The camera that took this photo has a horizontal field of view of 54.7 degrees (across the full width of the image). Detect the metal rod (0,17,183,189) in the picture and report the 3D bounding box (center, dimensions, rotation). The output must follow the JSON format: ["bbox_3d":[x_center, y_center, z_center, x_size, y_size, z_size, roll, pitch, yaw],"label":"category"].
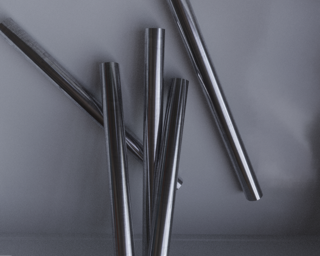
[{"bbox_3d":[-0.080,-0.020,0.403,0.025,0.025,0.300,-42,105,14],"label":"metal rod"}]

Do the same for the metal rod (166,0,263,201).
[{"bbox_3d":[0.076,-0.030,0.400,0.025,0.025,0.299,-23,109,8],"label":"metal rod"}]

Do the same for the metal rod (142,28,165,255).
[{"bbox_3d":[-0.009,0.028,0.398,0.025,0.025,0.298,1,101,-1],"label":"metal rod"}]

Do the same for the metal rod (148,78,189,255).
[{"bbox_3d":[0.006,0.087,0.376,0.025,0.025,0.298,7,84,-3],"label":"metal rod"}]

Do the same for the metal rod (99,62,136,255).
[{"bbox_3d":[-0.049,0.070,0.373,0.025,0.025,0.298,-5,86,2],"label":"metal rod"}]
